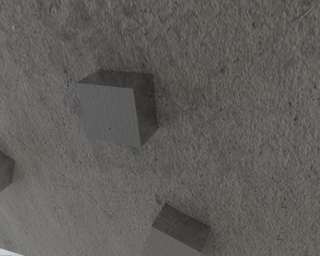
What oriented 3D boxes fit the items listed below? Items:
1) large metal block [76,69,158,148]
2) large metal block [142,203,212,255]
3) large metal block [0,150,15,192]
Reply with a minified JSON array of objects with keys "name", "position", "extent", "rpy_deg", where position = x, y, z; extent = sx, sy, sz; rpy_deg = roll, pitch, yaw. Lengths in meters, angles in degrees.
[{"name":"large metal block","position":[-0.053,-0.027,0.402],"extent":[0.080,0.050,0.079],"rpy_deg":[9,122,23]},{"name":"large metal block","position":[0.025,0.179,0.488],"extent":[0.080,0.050,0.079],"rpy_deg":[24,127,13]},{"name":"large metal block","position":[-0.347,0.082,0.625],"extent":[0.080,0.050,0.079],"rpy_deg":[35,129,5]}]
